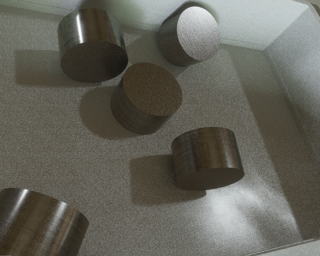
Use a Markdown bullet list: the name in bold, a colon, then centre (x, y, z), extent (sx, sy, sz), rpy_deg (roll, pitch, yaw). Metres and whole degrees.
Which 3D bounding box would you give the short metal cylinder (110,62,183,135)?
- **short metal cylinder**: centre (-0.018, -0.038, 0.403), extent (0.081, 0.050, 0.080), rpy_deg (14, 56, -21)

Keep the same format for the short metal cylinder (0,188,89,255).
- **short metal cylinder**: centre (-0.107, 0.092, 0.257), extent (0.080, 0.080, 0.050), rpy_deg (26, 53, -12)

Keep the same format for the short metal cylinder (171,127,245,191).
- **short metal cylinder**: centre (0.056, 0.040, 0.376), extent (0.081, 0.080, 0.050), rpy_deg (7, 59, -25)

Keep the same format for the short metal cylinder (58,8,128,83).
- **short metal cylinder**: centre (-0.084, -0.100, 0.386), extent (0.081, 0.080, 0.050), rpy_deg (1, 62, -28)

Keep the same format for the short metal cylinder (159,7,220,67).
- **short metal cylinder**: centre (0.046, -0.139, 0.479), extent (0.081, 0.050, 0.080), rpy_deg (1, 88, -31)
